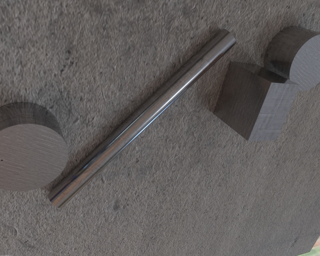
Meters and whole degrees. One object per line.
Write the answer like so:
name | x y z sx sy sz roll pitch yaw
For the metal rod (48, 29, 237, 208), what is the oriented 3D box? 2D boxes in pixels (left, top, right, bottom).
metal rod | -0.023 -0.011 0.388 0.300 0.025 0.025 -43 130 1

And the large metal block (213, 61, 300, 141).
large metal block | 0.126 -0.037 0.419 0.050 0.080 0.079 0 119 -29

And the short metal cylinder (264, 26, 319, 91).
short metal cylinder | 0.197 -0.099 0.440 0.081 0.050 0.079 -14 125 -21

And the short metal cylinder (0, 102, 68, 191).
short metal cylinder | -0.143 0.019 0.325 0.081 0.050 0.079 -14 125 -21
